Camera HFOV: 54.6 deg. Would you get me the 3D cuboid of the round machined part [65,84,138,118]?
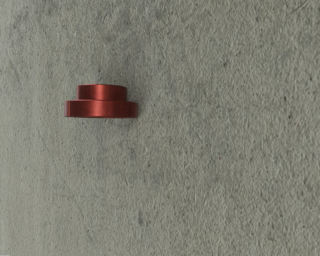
[{"bbox_3d":[-0.079,-0.035,0.424,0.098,0.099,0.042,1,91,40],"label":"round machined part"}]
